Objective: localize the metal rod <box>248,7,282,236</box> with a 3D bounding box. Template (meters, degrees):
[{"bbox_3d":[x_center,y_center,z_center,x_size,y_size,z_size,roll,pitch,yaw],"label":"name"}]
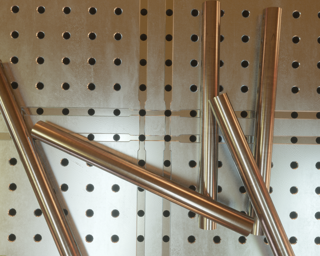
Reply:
[{"bbox_3d":[0.140,-0.009,0.415,0.025,0.025,0.298,4,90,-1],"label":"metal rod"}]

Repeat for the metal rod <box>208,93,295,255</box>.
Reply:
[{"bbox_3d":[0.130,0.098,0.389,0.025,0.025,0.299,-23,90,0],"label":"metal rod"}]

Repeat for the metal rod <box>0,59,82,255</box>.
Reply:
[{"bbox_3d":[-0.166,0.052,0.411,0.025,0.025,0.299,-22,90,0],"label":"metal rod"}]

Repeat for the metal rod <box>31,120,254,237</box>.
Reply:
[{"bbox_3d":[-0.026,0.062,0.397,0.301,0.025,0.025,24,90,5],"label":"metal rod"}]

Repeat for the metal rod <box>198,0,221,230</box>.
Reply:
[{"bbox_3d":[0.066,-0.017,0.414,0.025,0.025,0.298,1,90,-1],"label":"metal rod"}]
